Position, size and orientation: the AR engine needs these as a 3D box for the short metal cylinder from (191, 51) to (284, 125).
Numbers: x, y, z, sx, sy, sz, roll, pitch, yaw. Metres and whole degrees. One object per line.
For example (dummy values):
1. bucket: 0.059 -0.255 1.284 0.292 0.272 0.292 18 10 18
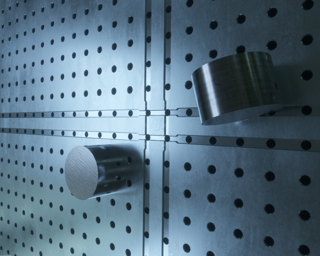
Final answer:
1. short metal cylinder: 0.076 -0.036 0.310 0.080 0.081 0.050 -18 79 38

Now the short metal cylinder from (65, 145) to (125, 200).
1. short metal cylinder: -0.101 0.066 0.473 0.080 0.050 0.079 0 90 39
